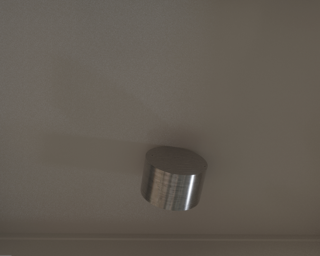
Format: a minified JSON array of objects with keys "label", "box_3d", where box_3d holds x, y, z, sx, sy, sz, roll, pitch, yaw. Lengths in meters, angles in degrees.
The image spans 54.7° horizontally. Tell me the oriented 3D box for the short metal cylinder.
[{"label":"short metal cylinder","box_3d":[0.018,0.064,0.406,0.081,0.080,0.050,8,110,-4]}]
